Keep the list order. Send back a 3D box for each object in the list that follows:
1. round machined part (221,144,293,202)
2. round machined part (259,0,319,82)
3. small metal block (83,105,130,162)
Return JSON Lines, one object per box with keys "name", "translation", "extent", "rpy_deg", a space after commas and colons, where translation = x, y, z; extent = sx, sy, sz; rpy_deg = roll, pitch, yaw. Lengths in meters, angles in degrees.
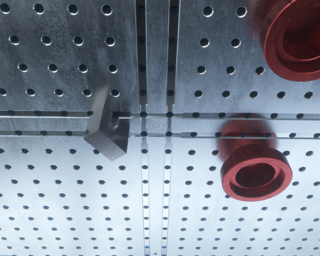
{"name": "round machined part", "translation": [0.137, 0.062, 0.454], "extent": [0.099, 0.042, 0.097], "rpy_deg": [0, 130, 0]}
{"name": "round machined part", "translation": [0.152, -0.100, 0.317], "extent": [0.099, 0.042, 0.097], "rpy_deg": [0, 130, 0]}
{"name": "small metal block", "translation": [-0.067, 0.007, 0.400], "extent": [0.025, 0.050, 0.050], "rpy_deg": [-30, 124, 23]}
